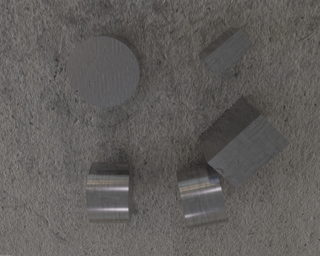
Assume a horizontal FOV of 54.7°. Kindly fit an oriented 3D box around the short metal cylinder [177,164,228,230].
[{"bbox_3d":[0.055,0.090,0.414,0.050,0.080,0.080,-12,110,4],"label":"short metal cylinder"}]

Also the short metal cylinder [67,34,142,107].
[{"bbox_3d":[-0.063,-0.070,0.370,0.081,0.050,0.079,0,110,0],"label":"short metal cylinder"}]

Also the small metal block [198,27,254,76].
[{"bbox_3d":[0.076,-0.091,0.364,0.050,0.050,0.025,-39,106,13],"label":"small metal block"}]

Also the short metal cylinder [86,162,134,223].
[{"bbox_3d":[-0.063,0.085,0.411,0.050,0.080,0.079,0,110,0],"label":"short metal cylinder"}]

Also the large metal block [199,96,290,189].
[{"bbox_3d":[0.100,0.015,0.387,0.050,0.080,0.080,41,105,-14],"label":"large metal block"}]
